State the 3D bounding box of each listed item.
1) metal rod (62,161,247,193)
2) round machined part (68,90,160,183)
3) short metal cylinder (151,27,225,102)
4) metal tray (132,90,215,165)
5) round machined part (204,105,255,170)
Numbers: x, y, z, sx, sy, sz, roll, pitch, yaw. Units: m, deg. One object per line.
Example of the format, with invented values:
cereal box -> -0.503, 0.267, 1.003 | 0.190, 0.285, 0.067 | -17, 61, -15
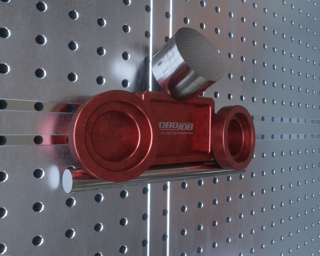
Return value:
metal rod -> 0.019, 0.059, 0.420 | 0.302, 0.025, 0.025 | 2, 89, -40
round machined part -> -0.053, 0.009, 0.343 | 0.099, 0.042, 0.097 | 2, 87, -32
short metal cylinder -> 0.036, -0.081, 0.399 | 0.080, 0.050, 0.080 | 21, 52, -29
metal tray -> 0.020, 0.001, 0.417 | 0.131, 0.030, 0.089 | 1, 90, -40
round machined part -> 0.104, 0.015, 0.475 | 0.099, 0.042, 0.097 | 2, 87, -47
